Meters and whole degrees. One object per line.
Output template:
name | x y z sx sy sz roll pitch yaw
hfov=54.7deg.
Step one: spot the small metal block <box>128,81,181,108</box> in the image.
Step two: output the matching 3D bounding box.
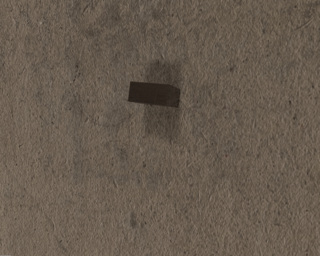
small metal block | -0.006 -0.042 0.397 0.050 0.050 0.025 8 93 19
